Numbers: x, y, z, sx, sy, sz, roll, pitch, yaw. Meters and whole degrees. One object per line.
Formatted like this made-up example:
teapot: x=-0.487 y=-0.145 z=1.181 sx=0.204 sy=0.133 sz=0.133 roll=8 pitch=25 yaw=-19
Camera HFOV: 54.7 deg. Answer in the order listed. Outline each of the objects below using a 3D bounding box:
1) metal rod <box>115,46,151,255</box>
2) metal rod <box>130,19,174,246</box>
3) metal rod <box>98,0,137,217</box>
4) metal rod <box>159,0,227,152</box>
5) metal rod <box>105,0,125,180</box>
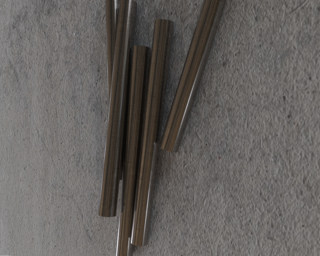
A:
metal rod: x=-0.038 y=0.037 z=0.436 sx=0.025 sy=0.025 sz=0.298 roll=9 pitch=96 yaw=39
metal rod: x=-0.011 y=0.010 z=0.414 sx=0.025 sy=0.025 sz=0.298 roll=11 pitch=97 yaw=39
metal rod: x=-0.059 y=-0.029 z=0.432 sx=0.025 sy=0.025 sz=0.298 roll=3 pitch=86 yaw=40
metal rod: x=0.053 y=-0.113 z=0.361 sx=0.025 sy=0.025 sz=0.298 roll=27 pitch=107 yaw=37
metal rod: x=-0.066 y=-0.074 z=0.459 sx=0.025 sy=0.025 sz=0.298 roll=-3 pitch=88 yaw=40
